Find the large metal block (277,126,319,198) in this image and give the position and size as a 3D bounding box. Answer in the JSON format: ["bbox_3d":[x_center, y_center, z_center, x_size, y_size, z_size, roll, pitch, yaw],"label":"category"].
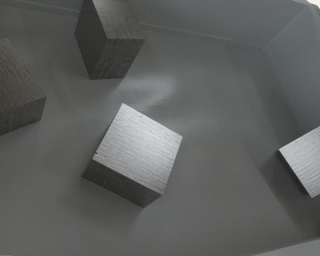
[{"bbox_3d":[0.234,0.046,0.459,0.080,0.080,0.050,60,11,15],"label":"large metal block"}]

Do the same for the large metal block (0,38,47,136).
[{"bbox_3d":[-0.177,-0.037,0.317,0.081,0.050,0.080,-29,78,-37],"label":"large metal block"}]

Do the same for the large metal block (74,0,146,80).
[{"bbox_3d":[-0.069,-0.120,0.406,0.050,0.080,0.080,-10,67,-32],"label":"large metal block"}]

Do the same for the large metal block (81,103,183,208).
[{"bbox_3d":[-0.030,0.032,0.354,0.080,0.050,0.080,29,52,-10],"label":"large metal block"}]
